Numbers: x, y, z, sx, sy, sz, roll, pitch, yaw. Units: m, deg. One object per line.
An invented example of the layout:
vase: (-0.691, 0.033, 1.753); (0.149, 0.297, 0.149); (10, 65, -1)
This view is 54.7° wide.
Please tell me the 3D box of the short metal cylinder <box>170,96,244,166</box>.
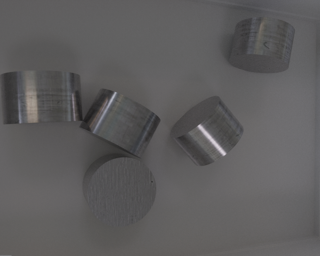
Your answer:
short metal cylinder: (0.060, 0.003, 0.403); (0.080, 0.080, 0.050); (-45, 104, -14)

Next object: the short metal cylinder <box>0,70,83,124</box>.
short metal cylinder: (-0.126, -0.031, 0.335); (0.081, 0.080, 0.050); (-3, 92, -20)

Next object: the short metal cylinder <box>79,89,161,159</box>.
short metal cylinder: (-0.046, -0.004, 0.364); (0.080, 0.080, 0.050); (29, 81, -18)

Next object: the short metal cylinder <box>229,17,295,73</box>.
short metal cylinder: (0.142, -0.113, 0.433); (0.081, 0.080, 0.050); (13, 86, -20)

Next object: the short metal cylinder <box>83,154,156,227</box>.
short metal cylinder: (-0.051, 0.073, 0.379); (0.081, 0.050, 0.080); (0, 90, -20)
